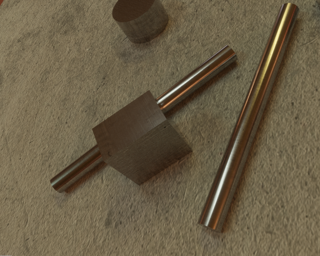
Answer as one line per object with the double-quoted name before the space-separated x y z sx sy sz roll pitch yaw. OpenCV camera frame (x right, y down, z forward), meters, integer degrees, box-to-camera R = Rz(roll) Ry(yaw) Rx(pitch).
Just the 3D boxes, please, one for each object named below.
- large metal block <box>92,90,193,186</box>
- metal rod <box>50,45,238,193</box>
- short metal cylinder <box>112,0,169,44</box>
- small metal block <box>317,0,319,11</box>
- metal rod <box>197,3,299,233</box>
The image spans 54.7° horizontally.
"large metal block" -0.019 0.015 0.370 0.080 0.080 0.050 -34 52 6
"metal rod" -0.024 -0.011 0.422 0.300 0.025 0.025 -37 51 3
"short metal cylinder" -0.032 -0.190 0.521 0.080 0.050 0.080 -13 56 21
"small metal block" 0.227 -0.160 0.384 0.050 0.025 0.050 -12 57 21
"metal rod" 0.110 -0.027 0.362 0.025 0.025 0.300 13 68 33
